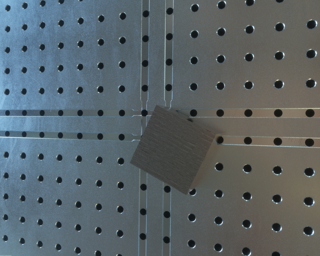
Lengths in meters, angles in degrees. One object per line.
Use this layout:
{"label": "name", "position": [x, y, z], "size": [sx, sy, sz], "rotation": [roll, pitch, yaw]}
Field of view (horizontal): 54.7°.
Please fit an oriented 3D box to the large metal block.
{"label": "large metal block", "position": [0.022, 0.025, 0.391], "size": [0.080, 0.050, 0.080], "rotation": [27, 99, 17]}
